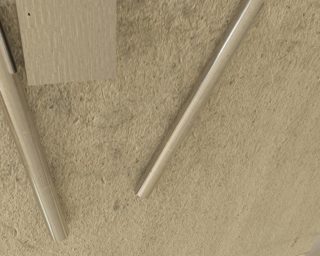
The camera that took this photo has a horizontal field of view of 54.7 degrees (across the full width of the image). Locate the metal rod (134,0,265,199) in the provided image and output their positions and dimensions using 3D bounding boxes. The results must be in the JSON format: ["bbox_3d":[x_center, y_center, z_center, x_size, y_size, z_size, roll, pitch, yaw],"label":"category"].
[{"bbox_3d":[0.045,-0.030,0.414,0.025,0.025,0.298,18,109,-36],"label":"metal rod"}]

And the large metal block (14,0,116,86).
[{"bbox_3d":[-0.087,-0.090,0.288,0.081,0.050,0.079,-10,123,-24],"label":"large metal block"}]

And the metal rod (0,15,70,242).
[{"bbox_3d":[-0.144,0.021,0.341,0.025,0.025,0.298,-17,125,-19],"label":"metal rod"}]
